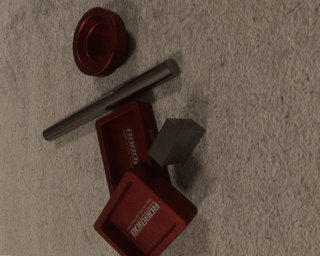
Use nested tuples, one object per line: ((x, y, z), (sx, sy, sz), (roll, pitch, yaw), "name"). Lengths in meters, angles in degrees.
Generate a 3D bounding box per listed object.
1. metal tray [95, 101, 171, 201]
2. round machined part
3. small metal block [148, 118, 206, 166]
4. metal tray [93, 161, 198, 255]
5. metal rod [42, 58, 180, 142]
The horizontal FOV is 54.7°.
((-0.040, 0.038, 0.432), (0.090, 0.030, 0.129), (-23, 76, 37), "metal tray")
((-0.083, -0.124, 0.460), (0.098, 0.042, 0.097), (0, 90, 39), "round machined part")
((0.021, 0.016, 0.370), (0.025, 0.050, 0.050), (42, 115, 31), "small metal block")
((-0.023, 0.114, 0.387), (0.090, 0.030, 0.129), (40, 126, 12), "metal tray")
((-0.094, -0.032, 0.479), (0.299, 0.025, 0.025), (-22, 76, 37), "metal rod")
